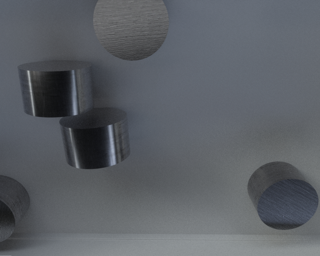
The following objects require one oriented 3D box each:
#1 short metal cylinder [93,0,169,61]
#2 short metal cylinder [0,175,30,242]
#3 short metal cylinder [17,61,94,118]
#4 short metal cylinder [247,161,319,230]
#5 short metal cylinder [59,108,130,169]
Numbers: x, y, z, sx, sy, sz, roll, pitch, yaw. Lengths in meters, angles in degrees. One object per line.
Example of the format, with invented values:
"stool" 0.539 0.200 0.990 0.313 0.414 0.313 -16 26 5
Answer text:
"short metal cylinder" -0.031 -0.121 0.353 0.081 0.050 0.079 0 110 0
"short metal cylinder" -0.235 0.114 0.438 0.081 0.050 0.079 0 110 0
"short metal cylinder" -0.119 -0.048 0.363 0.081 0.080 0.050 1 110 -1
"short metal cylinder" 0.170 0.094 0.434 0.081 0.050 0.079 0 110 0
"short metal cylinder" -0.079 0.010 0.385 0.080 0.080 0.050 -3 110 1
